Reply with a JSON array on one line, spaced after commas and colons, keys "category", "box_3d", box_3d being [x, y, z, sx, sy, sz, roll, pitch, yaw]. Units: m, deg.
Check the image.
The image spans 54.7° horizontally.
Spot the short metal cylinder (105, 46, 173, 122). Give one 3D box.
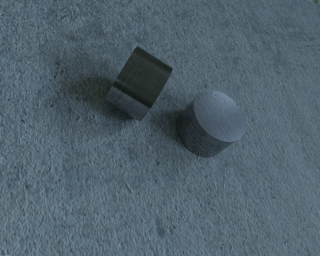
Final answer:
[{"category": "short metal cylinder", "box_3d": [-0.027, -0.055, 0.387, 0.050, 0.080, 0.080, 31, 52, -9]}]

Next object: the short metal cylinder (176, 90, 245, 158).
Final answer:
[{"category": "short metal cylinder", "box_3d": [0.069, -0.006, 0.428, 0.081, 0.050, 0.080, 14, 56, -21]}]
